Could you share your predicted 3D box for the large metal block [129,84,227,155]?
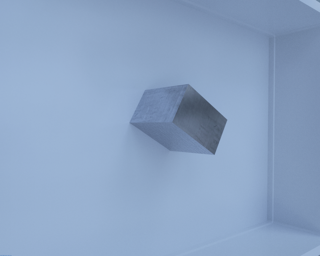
[{"bbox_3d":[0.023,-0.009,0.392,0.080,0.080,0.050,37,68,-34],"label":"large metal block"}]
